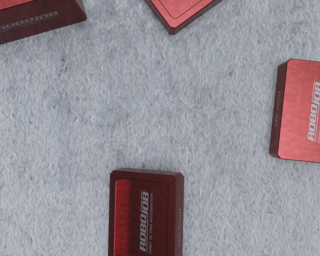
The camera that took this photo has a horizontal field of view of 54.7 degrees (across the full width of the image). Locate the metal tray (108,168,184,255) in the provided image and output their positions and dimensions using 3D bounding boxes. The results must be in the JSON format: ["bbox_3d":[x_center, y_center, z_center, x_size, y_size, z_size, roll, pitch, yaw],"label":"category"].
[{"bbox_3d":[-0.018,0.119,0.390,0.090,0.030,0.129,1,90,23],"label":"metal tray"}]

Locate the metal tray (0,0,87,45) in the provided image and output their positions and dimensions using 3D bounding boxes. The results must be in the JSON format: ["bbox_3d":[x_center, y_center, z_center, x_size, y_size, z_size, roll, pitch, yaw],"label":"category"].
[{"bbox_3d":[-0.164,-0.143,0.375,0.131,0.090,0.030,-16,90,-1],"label":"metal tray"}]

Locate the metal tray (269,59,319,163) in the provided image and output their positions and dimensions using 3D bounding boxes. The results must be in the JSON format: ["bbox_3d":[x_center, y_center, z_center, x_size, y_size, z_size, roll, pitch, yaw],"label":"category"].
[{"bbox_3d":[0.201,-0.021,0.410,0.091,0.030,0.129,6,90,-1],"label":"metal tray"}]

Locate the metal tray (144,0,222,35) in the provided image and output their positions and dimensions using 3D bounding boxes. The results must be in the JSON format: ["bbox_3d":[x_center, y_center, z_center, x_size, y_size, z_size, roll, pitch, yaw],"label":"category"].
[{"bbox_3d":[0.042,-0.198,0.407,0.130,0.030,0.090,-36,90,-1],"label":"metal tray"}]
